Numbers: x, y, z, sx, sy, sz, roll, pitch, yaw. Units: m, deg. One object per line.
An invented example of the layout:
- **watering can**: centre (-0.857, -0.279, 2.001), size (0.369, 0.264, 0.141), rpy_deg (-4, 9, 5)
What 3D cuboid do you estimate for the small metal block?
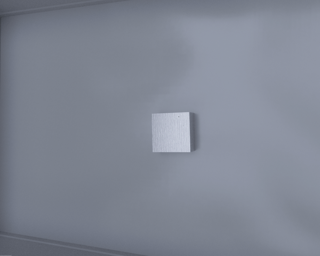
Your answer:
- **small metal block**: centre (0.018, 0.006, 0.405), size (0.050, 0.025, 0.050), rpy_deg (-2, 90, 20)
